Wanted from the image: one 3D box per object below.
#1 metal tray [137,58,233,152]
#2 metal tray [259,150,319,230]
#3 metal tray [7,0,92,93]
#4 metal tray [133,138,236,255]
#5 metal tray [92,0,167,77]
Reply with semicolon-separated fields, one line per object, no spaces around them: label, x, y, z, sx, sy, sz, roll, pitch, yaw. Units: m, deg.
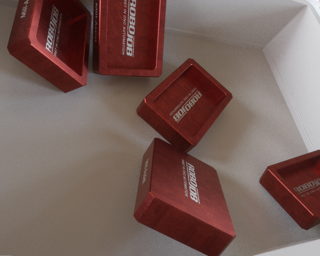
metal tray;0.040;-0.036;0.445;0.090;0.030;0.131;42;51;1
metal tray;0.221;0.083;0.446;0.131;0.030;0.090;-11;45;-30
metal tray;-0.126;-0.119;0.375;0.090;0.030;0.130;42;37;-52
metal tray;0.024;0.066;0.332;0.090;0.030;0.130;29;19;-9
metal tray;-0.040;-0.135;0.412;0.091;0.030;0.129;-2;103;-27
